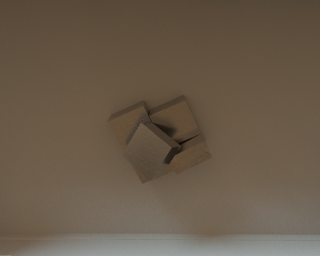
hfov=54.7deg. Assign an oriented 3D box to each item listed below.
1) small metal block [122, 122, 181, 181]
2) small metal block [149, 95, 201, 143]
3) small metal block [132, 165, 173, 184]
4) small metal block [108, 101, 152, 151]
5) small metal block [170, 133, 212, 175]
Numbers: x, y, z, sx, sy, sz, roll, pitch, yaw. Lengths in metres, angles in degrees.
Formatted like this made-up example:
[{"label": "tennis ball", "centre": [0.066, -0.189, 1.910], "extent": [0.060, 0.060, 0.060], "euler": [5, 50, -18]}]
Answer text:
[{"label": "small metal block", "centre": [-0.011, 0.028, 0.380], "extent": [0.050, 0.025, 0.050], "euler": [39, 108, 22]}, {"label": "small metal block", "centre": [0.020, -0.008, 0.407], "extent": [0.050, 0.025, 0.050], "euler": [-24, 109, 8]}, {"label": "small metal block", "centre": [-0.012, 0.041, 0.425], "extent": [0.050, 0.025, 0.050], "euler": [-24, 109, 8]}, {"label": "small metal block", "centre": [-0.033, -0.001, 0.409], "extent": [0.050, 0.025, 0.050], "euler": [-24, 109, 8]}, {"label": "small metal block", "centre": [0.036, 0.029, 0.407], "extent": [0.050, 0.050, 0.025], "euler": [-27, 108, 8]}]
